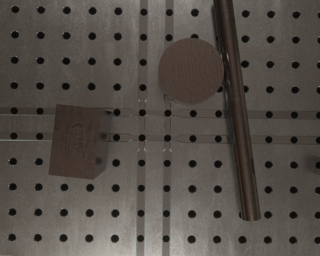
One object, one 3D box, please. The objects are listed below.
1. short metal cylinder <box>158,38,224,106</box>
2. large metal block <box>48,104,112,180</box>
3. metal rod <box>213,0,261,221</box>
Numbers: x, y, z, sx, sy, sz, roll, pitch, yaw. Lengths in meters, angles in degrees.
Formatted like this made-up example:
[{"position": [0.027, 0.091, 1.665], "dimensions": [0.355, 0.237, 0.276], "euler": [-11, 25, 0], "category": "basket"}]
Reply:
[{"position": [0.038, -0.070, 0.401], "dimensions": [0.081, 0.050, 0.079], "euler": [0, 90, -1], "category": "short metal cylinder"}, {"position": [-0.095, 0.015, 0.385], "dimensions": [0.050, 0.080, 0.079], "euler": [6, 90, 0], "category": "large metal block"}, {"position": [0.103, -0.027, 0.414], "dimensions": [0.025, 0.025, 0.298], "euler": [-8, 90, 0], "category": "metal rod"}]
